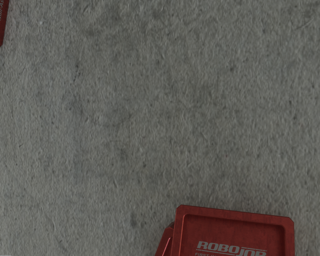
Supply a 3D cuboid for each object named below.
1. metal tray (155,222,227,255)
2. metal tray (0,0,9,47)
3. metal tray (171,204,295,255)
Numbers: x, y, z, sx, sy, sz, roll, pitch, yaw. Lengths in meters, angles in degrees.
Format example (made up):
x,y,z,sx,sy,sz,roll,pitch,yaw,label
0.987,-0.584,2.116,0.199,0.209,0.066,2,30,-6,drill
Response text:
x,y,z,sx,sy,sz,roll,pitch,yaw,label
0.055,0.187,0.386,0.130,0.030,0.089,22,97,18,metal tray
-0.295,-0.205,0.507,0.090,0.030,0.129,12,94,19,metal tray
0.080,0.141,0.349,0.131,0.030,0.090,4,66,11,metal tray
